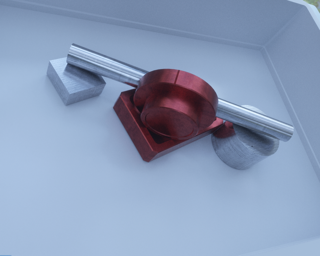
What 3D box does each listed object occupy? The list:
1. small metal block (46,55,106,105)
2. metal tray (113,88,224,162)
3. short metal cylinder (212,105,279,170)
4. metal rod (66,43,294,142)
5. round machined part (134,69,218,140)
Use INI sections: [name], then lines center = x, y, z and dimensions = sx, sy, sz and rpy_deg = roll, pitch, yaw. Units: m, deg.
[small metal block]
center = -0.104, -0.062, 0.386
dimensions = 0.050, 0.025, 0.050
rpy_deg = -25, 75, -37
[metal tray]
center = 0.014, -0.019, 0.420
dimensions = 0.131, 0.030, 0.090
rpy_deg = -21, 73, -36
[short metal cylinder]
center = 0.123, 0.014, 0.448
dimensions = 0.081, 0.050, 0.080
rpy_deg = 14, 56, -21
[metal rod]
center = 0.033, -0.041, 0.396
dimensions = 0.302, 0.025, 0.025
rpy_deg = 19, 54, -10
[round machined part]
center = 0.016, -0.021, 0.363
dimensions = 0.099, 0.098, 0.042
rpy_deg = 25, 61, -14
